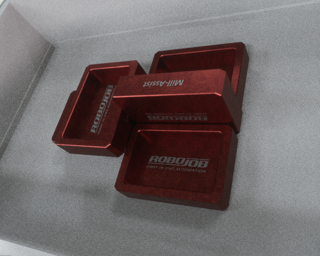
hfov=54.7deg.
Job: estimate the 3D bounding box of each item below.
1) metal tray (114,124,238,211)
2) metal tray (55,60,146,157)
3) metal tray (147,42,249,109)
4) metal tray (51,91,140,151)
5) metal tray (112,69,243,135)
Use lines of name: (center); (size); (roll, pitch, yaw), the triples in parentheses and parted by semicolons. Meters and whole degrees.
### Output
metal tray: (0.019, 0.041, 0.364); (0.130, 0.030, 0.090); (1, 62, 28)
metal tray: (-0.077, -0.028, 0.417); (0.090, 0.030, 0.130); (1, 62, 28)
metal tray: (0.046, -0.065, 0.416); (0.130, 0.030, 0.090); (1, 62, 28)
metal tray: (-0.086, -0.012, 0.449); (0.130, 0.030, 0.090); (1, 62, 28)
metal tray: (0.022, -0.026, 0.365); (0.130, 0.090, 0.030); (1, 63, 28)
